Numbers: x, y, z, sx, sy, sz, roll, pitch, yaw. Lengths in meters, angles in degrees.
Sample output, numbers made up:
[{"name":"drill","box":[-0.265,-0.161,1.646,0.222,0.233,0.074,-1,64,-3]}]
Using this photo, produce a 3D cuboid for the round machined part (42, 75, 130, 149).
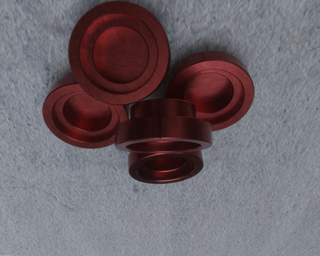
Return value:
[{"name":"round machined part","box":[-0.086,-0.024,0.374,0.099,0.042,0.097,-1,130,0]}]

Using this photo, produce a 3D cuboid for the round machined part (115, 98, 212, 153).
[{"name":"round machined part","box":[0.003,-0.001,0.320,0.099,0.042,0.098,-1,168,0]}]

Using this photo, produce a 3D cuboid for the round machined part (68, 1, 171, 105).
[{"name":"round machined part","box":[-0.038,-0.074,0.315,0.099,0.042,0.097,1,100,6]}]

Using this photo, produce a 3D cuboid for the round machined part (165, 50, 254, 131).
[{"name":"round machined part","box":[0.055,-0.045,0.358,0.099,0.042,0.097,-1,130,0]}]

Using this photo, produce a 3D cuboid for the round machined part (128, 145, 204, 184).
[{"name":"round machined part","box":[0.006,0.037,0.416,0.099,0.042,0.098,-4,148,-3]}]
